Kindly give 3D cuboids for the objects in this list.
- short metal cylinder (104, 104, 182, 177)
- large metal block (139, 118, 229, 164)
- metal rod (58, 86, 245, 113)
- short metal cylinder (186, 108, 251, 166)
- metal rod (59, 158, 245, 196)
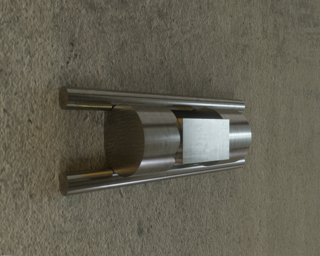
[{"bbox_3d":[-0.022,0.013,0.352,0.050,0.080,0.079,-1,91,-40],"label":"short metal cylinder"},{"bbox_3d":[0.030,0.014,0.392,0.081,0.080,0.050,0,90,-40],"label":"large metal block"},{"bbox_3d":[0.015,-0.033,0.419,0.302,0.025,0.025,-1,91,-40],"label":"metal rod"},{"bbox_3d":[0.080,0.012,0.436,0.050,0.080,0.079,-1,91,-40],"label":"short metal cylinder"},{"bbox_3d":[0.015,0.057,0.419,0.302,0.025,0.025,-1,91,-40],"label":"metal rod"}]
